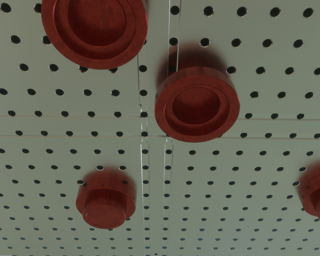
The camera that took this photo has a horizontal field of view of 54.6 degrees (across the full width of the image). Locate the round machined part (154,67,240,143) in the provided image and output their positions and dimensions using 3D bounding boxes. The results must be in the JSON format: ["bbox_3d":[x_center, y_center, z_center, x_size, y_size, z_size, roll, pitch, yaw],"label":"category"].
[{"bbox_3d":[0.043,-0.031,0.374,0.099,0.042,0.097,0,131,0],"label":"round machined part"}]

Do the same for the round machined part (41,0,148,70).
[{"bbox_3d":[-0.061,-0.111,0.306,0.099,0.042,0.097,0,130,0],"label":"round machined part"}]

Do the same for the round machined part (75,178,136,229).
[{"bbox_3d":[-0.089,0.130,0.510,0.099,0.042,0.097,0,130,0],"label":"round machined part"}]

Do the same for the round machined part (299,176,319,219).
[{"bbox_3d":[0.284,0.118,0.503,0.099,0.042,0.097,0,130,0],"label":"round machined part"}]
